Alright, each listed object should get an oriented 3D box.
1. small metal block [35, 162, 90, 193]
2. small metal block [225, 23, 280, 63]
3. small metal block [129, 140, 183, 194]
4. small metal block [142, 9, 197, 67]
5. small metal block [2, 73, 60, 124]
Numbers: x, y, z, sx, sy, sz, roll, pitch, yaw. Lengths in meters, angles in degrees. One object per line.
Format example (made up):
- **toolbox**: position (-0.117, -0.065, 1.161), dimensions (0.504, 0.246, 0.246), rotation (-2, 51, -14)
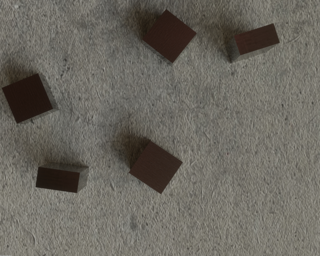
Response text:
- **small metal block**: position (-0.123, 0.062, 0.396), dimensions (0.050, 0.050, 0.025), rotation (8, 90, 0)
- **small metal block**: position (0.117, -0.107, 0.398), dimensions (0.050, 0.050, 0.025), rotation (-18, 90, 0)
- **small metal block**: position (-0.005, 0.051, 0.410), dimensions (0.050, 0.025, 0.050), rotation (34, 90, 0)
- **small metal block**: position (0.012, -0.118, 0.410), dimensions (0.050, 0.025, 0.050), rotation (38, 90, 0)
- **small metal block**: position (-0.170, -0.038, 0.408), dimensions (0.050, 0.025, 0.050), rotation (-23, 90, 0)
